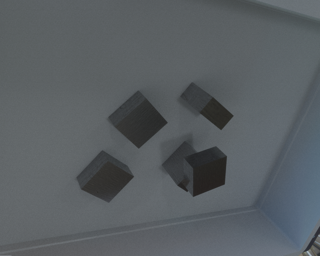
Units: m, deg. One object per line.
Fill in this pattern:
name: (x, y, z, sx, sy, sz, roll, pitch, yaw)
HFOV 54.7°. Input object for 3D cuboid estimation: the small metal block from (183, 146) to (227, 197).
small metal block: (0.060, 0.058, 0.415, 0.050, 0.025, 0.050, -17, 125, -19)

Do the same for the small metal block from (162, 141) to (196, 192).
small metal block: (0.038, 0.055, 0.449, 0.050, 0.050, 0.025, -47, 129, 4)

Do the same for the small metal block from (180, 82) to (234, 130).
small metal block: (0.062, -0.029, 0.410, 0.050, 0.050, 0.025, 34, 99, -39)

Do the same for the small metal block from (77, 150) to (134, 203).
small metal block: (-0.072, 0.065, 0.411, 0.050, 0.025, 0.050, -47, 130, 4)

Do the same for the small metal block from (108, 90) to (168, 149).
small metal block: (-0.027, -0.010, 0.389, 0.050, 0.025, 0.050, -42, 130, 0)
